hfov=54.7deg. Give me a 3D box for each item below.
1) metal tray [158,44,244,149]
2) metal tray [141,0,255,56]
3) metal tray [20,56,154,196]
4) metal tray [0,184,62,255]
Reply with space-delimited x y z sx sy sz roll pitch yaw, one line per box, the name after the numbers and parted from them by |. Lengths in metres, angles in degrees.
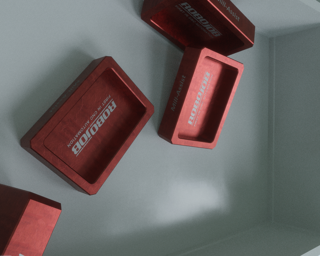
0.058 -0.039 0.427 0.091 0.030 0.129 10 102 -40 | metal tray
0.052 -0.138 0.407 0.131 0.090 0.030 26 64 -37 | metal tray
-0.073 -0.004 0.343 0.090 0.030 0.130 49 61 -29 | metal tray
-0.138 0.111 0.241 0.030 0.090 0.130 39 61 -41 | metal tray
